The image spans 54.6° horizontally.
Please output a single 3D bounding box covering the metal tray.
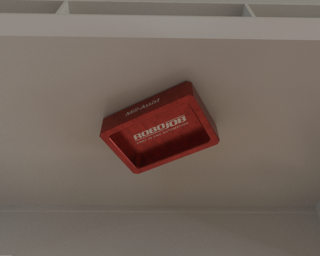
[{"bbox_3d":[0.000,0.004,0.405,0.130,0.030,0.090,-23,127,17],"label":"metal tray"}]
